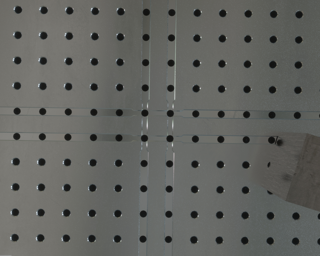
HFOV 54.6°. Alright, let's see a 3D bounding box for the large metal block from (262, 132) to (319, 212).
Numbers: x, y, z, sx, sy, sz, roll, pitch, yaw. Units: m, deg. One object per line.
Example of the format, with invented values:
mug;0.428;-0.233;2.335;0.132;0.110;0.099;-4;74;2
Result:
large metal block;0.177;0.051;0.387;0.050;0.080;0.080;18;90;0
